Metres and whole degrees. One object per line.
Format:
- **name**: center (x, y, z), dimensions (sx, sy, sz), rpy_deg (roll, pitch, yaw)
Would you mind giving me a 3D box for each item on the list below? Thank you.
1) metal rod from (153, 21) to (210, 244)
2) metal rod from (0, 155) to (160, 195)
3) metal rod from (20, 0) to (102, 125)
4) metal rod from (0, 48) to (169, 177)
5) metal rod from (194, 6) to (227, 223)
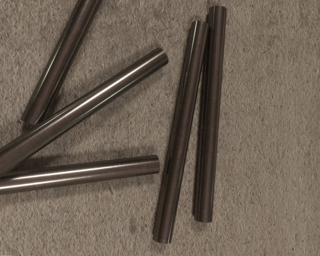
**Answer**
- **metal rod**: center (0.030, 0.003, 0.421), dimensions (0.025, 0.025, 0.298), rpy_deg (12, 86, -20)
- **metal rod**: center (-0.146, 0.059, 0.355), dimensions (0.303, 0.025, 0.025), rpy_deg (-5, 92, -20)
- **metal rod**: center (-0.091, -0.141, 0.375), dimensions (0.025, 0.025, 0.299), rpy_deg (25, 81, -19)
- **metal rod**: center (-0.108, -0.010, 0.354), dimensions (0.302, 0.025, 0.025), rpy_deg (-38, 103, -22)
- **metal rod**: center (0.071, -0.020, 0.436), dimensions (0.025, 0.025, 0.298), rpy_deg (5, 88, -20)
